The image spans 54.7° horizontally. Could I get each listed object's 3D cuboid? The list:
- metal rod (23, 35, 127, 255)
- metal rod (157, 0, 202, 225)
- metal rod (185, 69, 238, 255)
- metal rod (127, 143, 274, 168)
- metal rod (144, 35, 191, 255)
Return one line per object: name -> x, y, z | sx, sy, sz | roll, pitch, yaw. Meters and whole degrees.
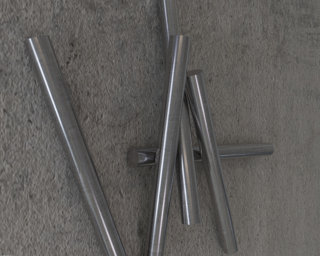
metal rod -> -0.080, 0.052, 0.337 | 0.025, 0.025, 0.298 | -26, 107, -37
metal rod -> 0.024, -0.029, 0.401 | 0.025, 0.025, 0.298 | -3, 85, -40
metal rod -> 0.077, 0.064, 0.440 | 0.025, 0.025, 0.298 | -34, 120, -35
metal rod -> 0.083, 0.037, 0.473 | 0.302, 0.025, 0.025 | 1, 90, -40
metal rod -> 0.006, 0.042, 0.376 | 0.025, 0.025, 0.298 | 0, 100, -40
